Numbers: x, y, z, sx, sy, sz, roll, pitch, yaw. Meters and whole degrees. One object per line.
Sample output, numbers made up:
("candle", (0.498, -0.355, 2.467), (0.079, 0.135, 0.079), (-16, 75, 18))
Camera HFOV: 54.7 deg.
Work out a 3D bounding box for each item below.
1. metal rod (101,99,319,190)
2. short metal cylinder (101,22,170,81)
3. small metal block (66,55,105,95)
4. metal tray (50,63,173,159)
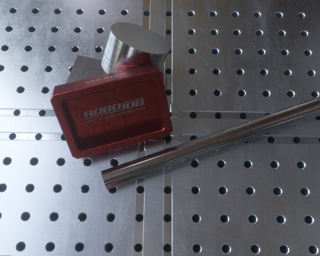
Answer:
("metal rod", (0.073, 0.018, 0.405), (0.302, 0.025, 0.025), (-18, 71, -7))
("short metal cylinder", (-0.033, -0.098, 0.414), (0.081, 0.050, 0.080), (17, 36, -12))
("small metal block", (-0.098, -0.070, 0.436), (0.050, 0.025, 0.050), (14, 70, 4))
("metal tray", (-0.056, -0.021, 0.385), (0.131, 0.089, 0.030), (-15, 30, -6))
